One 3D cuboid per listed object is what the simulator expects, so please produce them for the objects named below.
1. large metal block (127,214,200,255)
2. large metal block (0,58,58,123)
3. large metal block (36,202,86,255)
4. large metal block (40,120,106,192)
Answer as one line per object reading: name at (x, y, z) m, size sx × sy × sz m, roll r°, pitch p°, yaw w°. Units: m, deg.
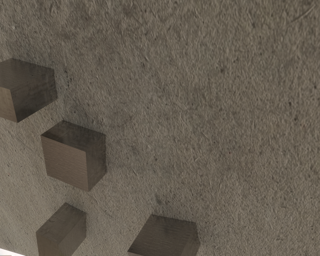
large metal block at (0.009, 0.187, 0.483) m, size 0.080 × 0.080 × 0.050 m, roll 2°, pitch 120°, yaw 27°
large metal block at (-0.210, -0.057, 0.447) m, size 0.080 × 0.080 × 0.050 m, roll 17°, pitch 125°, yaw 18°
large metal block at (-0.188, 0.207, 0.599) m, size 0.050 × 0.080 × 0.079 m, roll 21°, pitch 127°, yaw 15°
large metal block at (-0.133, 0.043, 0.488) m, size 0.080 × 0.050 × 0.079 m, roll 17°, pitch 125°, yaw 18°
